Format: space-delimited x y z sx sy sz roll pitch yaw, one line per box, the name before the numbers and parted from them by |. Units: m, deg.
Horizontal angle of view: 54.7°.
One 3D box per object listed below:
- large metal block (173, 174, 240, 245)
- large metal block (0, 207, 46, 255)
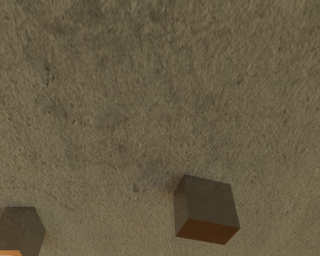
large metal block | 0.069 0.126 0.479 0.081 0.080 0.050 14 129 -12
large metal block | -0.242 0.193 0.532 0.050 0.080 0.079 0 130 0
